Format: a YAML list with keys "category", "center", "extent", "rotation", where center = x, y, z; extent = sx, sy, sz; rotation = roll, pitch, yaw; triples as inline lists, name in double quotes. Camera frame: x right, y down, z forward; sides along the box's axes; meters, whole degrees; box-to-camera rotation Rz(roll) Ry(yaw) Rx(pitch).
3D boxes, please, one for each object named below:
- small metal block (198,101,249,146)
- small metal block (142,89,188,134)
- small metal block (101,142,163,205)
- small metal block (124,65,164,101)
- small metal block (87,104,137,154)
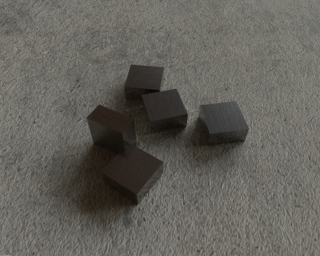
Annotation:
- category: "small metal block"
  center: [0.082, -0.007, 0.409]
  extent: [0.050, 0.025, 0.050]
  rotation: [-7, 50, -6]
- category: "small metal block"
  center: [0.006, -0.024, 0.423]
  extent: [0.050, 0.025, 0.050]
  rotation: [-12, 51, -10]
- category: "small metal block"
  center: [-0.031, 0.052, 0.359]
  extent: [0.050, 0.025, 0.050]
  rotation: [28, 55, 21]
- category: "small metal block"
  center: [-0.022, -0.067, 0.459]
  extent: [0.050, 0.025, 0.050]
  rotation: [6, 50, 4]
- category: "small metal block"
  center: [-0.058, 0.005, 0.382]
  extent: [0.050, 0.050, 0.025]
  rotation: [23, 54, 18]
